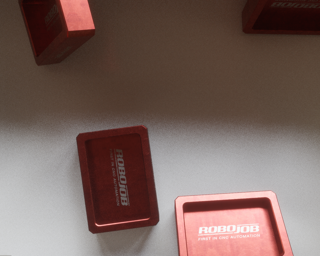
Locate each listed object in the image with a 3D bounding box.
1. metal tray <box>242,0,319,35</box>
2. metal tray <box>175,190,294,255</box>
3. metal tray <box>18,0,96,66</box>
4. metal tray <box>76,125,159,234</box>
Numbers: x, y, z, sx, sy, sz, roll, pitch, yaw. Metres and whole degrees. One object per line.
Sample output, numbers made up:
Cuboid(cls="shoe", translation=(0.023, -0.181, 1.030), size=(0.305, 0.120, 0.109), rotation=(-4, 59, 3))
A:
Cuboid(cls="metal tray", translation=(0.176, -0.150, 0.379), size=(0.131, 0.090, 0.030), rotation=(1, 79, -1))
Cuboid(cls="metal tray", translation=(0.087, 0.129, 0.386), size=(0.131, 0.030, 0.090), rotation=(-3, 55, -1))
Cuboid(cls="metal tray", translation=(-0.124, -0.131, 0.356), size=(0.030, 0.130, 0.089), rotation=(-18, 96, -34))
Cuboid(cls="metal tray", translation=(-0.054, 0.065, 0.408), size=(0.091, 0.030, 0.129), rotation=(-8, 90, -1))
